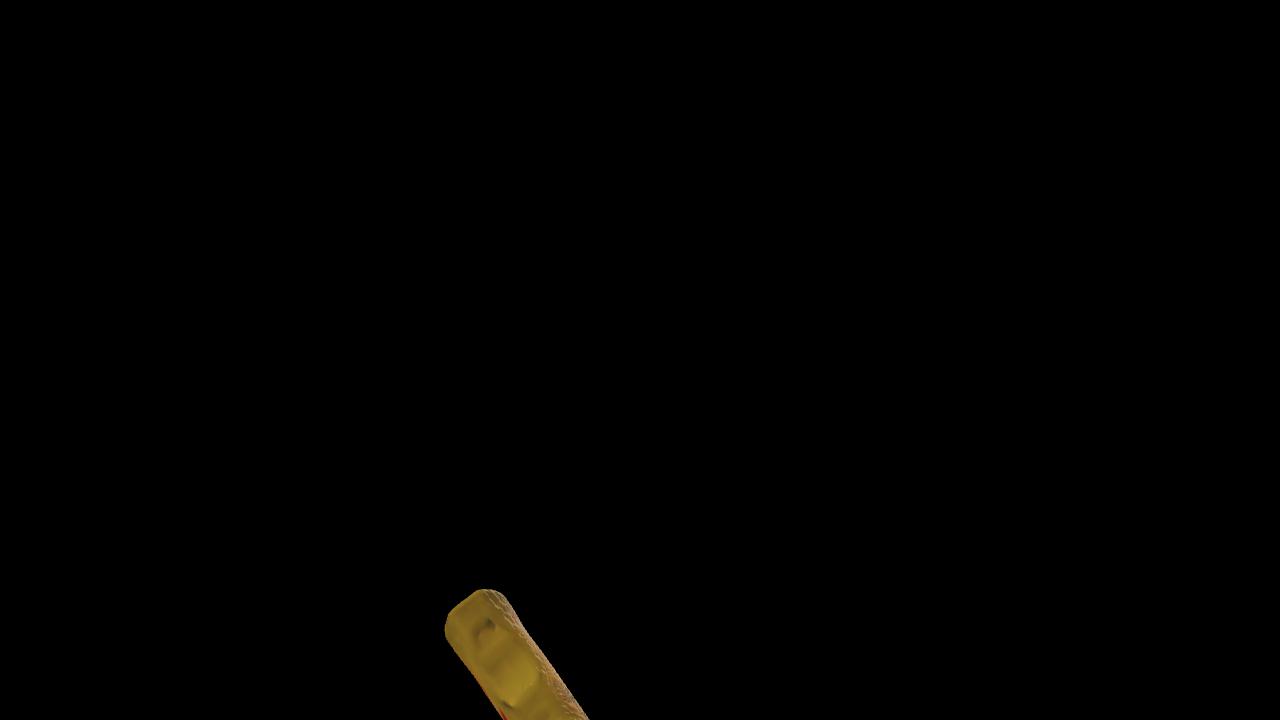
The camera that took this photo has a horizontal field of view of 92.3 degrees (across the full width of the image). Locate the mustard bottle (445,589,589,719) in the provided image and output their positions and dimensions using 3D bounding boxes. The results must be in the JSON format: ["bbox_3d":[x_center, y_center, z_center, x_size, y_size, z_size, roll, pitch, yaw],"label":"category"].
[{"bbox_3d":[-0.074,0.261,0.460,0.054,0.092,0.184,-32,57,-29],"label":"mustard bottle"}]
